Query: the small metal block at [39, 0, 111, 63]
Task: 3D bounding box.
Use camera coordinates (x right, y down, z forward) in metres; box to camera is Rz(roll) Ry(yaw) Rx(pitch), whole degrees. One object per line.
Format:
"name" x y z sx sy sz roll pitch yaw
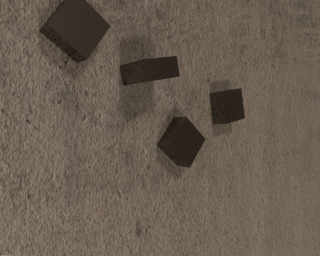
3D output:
"small metal block" -0.090 -0.107 0.331 0.050 0.025 0.050 42 65 -33

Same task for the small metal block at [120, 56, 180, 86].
"small metal block" -0.013 -0.070 0.379 0.050 0.050 0.025 -16 101 -39

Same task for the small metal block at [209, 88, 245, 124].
"small metal block" 0.109 -0.035 0.499 0.050 0.025 0.050 -15 100 -39

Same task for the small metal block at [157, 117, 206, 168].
"small metal block" 0.031 0.020 0.433 0.050 0.025 0.050 47 62 -30
